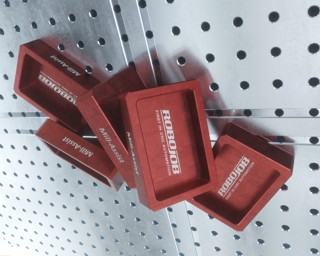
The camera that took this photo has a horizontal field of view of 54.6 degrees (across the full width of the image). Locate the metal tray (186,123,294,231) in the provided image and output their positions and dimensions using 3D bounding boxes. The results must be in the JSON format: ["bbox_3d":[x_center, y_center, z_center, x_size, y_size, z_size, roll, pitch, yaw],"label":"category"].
[{"bbox_3d":[0.096,0.067,0.398,0.090,0.030,0.129,30,128,9],"label":"metal tray"}]

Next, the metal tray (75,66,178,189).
[{"bbox_3d":[-0.035,-0.002,0.386,0.030,0.090,0.130,-18,109,36],"label":"metal tray"}]

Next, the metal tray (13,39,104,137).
[{"bbox_3d":[-0.148,-0.056,0.452,0.130,0.030,0.089,35,129,5],"label":"metal tray"}]

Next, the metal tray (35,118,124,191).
[{"bbox_3d":[-0.115,0.043,0.468,0.130,0.030,0.090,29,159,10],"label":"metal tray"}]

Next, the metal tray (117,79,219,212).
[{"bbox_3d":[0.011,0.017,0.351,0.030,0.091,0.129,3,106,65],"label":"metal tray"}]
